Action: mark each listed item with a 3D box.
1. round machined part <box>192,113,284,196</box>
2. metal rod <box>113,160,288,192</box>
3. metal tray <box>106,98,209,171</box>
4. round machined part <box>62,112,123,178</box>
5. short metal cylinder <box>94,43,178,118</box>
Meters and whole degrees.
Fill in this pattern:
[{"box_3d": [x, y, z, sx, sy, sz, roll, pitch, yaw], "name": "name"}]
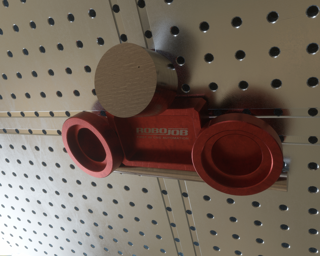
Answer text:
[{"box_3d": [0.089, 0.026, 0.358, 0.098, 0.042, 0.097, 8, 119, 15], "name": "round machined part"}, {"box_3d": [0.017, 0.059, 0.434, 0.301, 0.025, 0.025, 2, 119, 27], "name": "metal rod"}, {"box_3d": [0.001, 0.009, 0.407, 0.130, 0.030, 0.089, 1, 120, 27], "name": "metal tray"}, {"box_3d": [-0.092, 0.020, 0.450, 0.098, 0.042, 0.097, 18, 126, 28], "name": "round machined part"}, {"box_3d": [-0.027, -0.052, 0.353, 0.080, 0.050, 0.079, 1, 93, 28], "name": "short metal cylinder"}]
